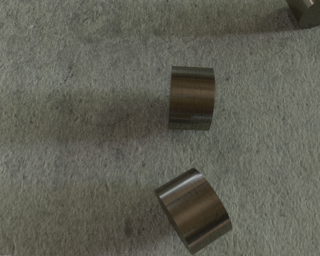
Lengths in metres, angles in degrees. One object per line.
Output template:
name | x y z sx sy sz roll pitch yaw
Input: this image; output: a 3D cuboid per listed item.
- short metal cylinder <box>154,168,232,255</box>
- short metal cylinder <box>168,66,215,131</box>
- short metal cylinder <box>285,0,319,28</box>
short metal cylinder | 0.035 0.092 0.346 0.050 0.080 0.080 -29 73 -10
short metal cylinder | 0.038 -0.037 0.393 0.050 0.080 0.080 3 70 1
short metal cylinder | 0.232 -0.193 0.452 0.081 0.080 0.050 -16 71 -6
